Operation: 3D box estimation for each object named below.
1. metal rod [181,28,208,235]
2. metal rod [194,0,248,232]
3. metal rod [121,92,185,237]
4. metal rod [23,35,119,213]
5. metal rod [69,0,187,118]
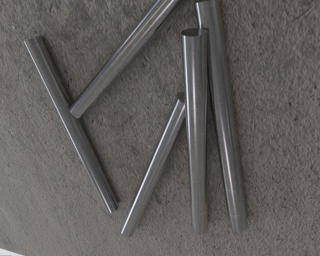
[{"bbox_3d":[0.047,0.029,0.384,0.025,0.025,0.298,10,128,23],"label":"metal rod"},{"bbox_3d":[0.078,0.005,0.368,0.025,0.025,0.298,1,119,28],"label":"metal rod"},{"bbox_3d":[-0.013,0.074,0.459,0.025,0.025,0.298,30,128,9],"label":"metal rod"},{"bbox_3d":[-0.128,0.008,0.479,0.025,0.025,0.298,-6,116,31],"label":"metal rod"},{"bbox_3d":[-0.030,-0.098,0.362,0.025,0.025,0.299,47,129,-5],"label":"metal rod"}]
